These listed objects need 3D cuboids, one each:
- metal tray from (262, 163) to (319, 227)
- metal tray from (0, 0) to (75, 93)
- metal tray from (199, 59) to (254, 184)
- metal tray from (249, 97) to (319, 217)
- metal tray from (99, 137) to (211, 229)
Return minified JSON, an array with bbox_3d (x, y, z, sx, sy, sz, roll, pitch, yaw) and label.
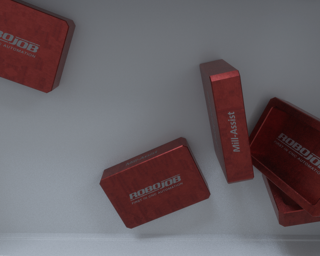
[{"bbox_3d":[0.207,0.070,0.397,0.131,0.090,0.030,-12,128,9],"label":"metal tray"},{"bbox_3d":[-0.178,-0.106,0.367,0.131,0.030,0.089,20,109,-8],"label":"metal tray"},{"bbox_3d":[0.079,-0.011,0.373,0.030,0.090,0.129,-12,110,4],"label":"metal tray"},{"bbox_3d":[0.166,0.030,0.369,0.030,0.130,0.089,12,112,-33],"label":"metal tray"},{"bbox_3d":[-0.006,0.079,0.438,0.130,0.030,0.090,-24,109,8],"label":"metal tray"}]
